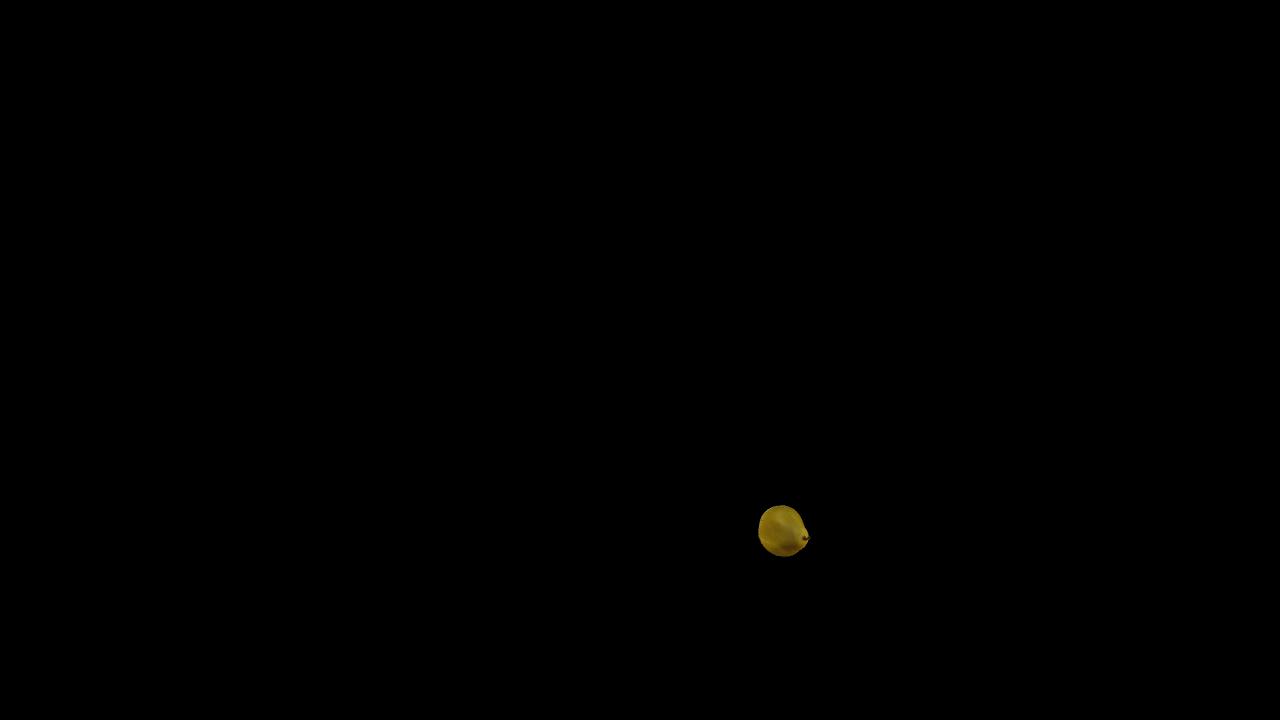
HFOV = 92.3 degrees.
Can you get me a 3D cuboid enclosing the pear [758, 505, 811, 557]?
[{"bbox_3d":[0.238,0.278,0.969,0.080,0.080,0.111,0,7,-20],"label":"pear"}]
